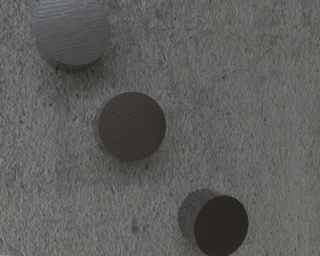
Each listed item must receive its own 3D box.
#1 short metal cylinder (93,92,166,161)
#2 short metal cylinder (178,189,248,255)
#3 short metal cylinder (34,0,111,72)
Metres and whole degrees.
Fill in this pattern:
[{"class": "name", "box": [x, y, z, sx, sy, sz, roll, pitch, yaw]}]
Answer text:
[{"class": "short metal cylinder", "box": [-0.039, -0.002, 0.381, 0.081, 0.050, 0.080, 0, 90, -20]}, {"class": "short metal cylinder", "box": [0.072, 0.127, 0.422, 0.081, 0.050, 0.080, 0, 90, -20]}, {"class": "short metal cylinder", "box": [-0.101, -0.108, 0.358, 0.081, 0.050, 0.080, 0, 90, -20]}]
